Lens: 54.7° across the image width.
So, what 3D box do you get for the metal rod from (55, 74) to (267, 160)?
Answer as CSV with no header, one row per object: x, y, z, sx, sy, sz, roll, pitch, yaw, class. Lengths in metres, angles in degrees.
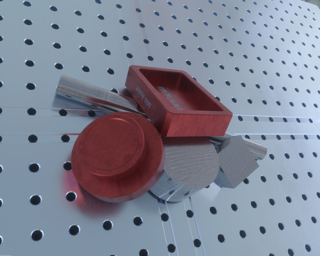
0.015,-0.008,0.417,0.302,0.025,0.025,18,55,-18,metal rod

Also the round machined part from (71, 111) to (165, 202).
-0.046,0.024,0.323,0.099,0.042,0.098,-4,62,7,round machined part

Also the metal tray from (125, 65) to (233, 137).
0.019,-0.038,0.396,0.091,0.030,0.130,0,33,-29,metal tray

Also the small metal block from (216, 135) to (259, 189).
0.096,0.045,0.414,0.050,0.025,0.050,-35,97,-22,small metal block

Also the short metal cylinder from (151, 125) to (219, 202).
0.023,0.043,0.374,0.081,0.050,0.080,14,56,-21,short metal cylinder
